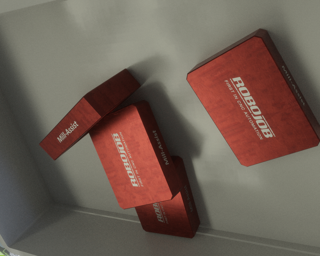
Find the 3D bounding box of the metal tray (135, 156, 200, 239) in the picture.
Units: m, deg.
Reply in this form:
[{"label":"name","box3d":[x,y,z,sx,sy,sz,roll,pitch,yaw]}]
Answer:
[{"label":"metal tray","box3d":[0.002,0.104,0.469,0.090,0.030,0.129,-2,118,29]}]

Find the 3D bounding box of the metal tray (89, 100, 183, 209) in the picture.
[{"label":"metal tray","box3d":[-0.035,0.038,0.416,0.090,0.030,0.129,-20,94,31]}]

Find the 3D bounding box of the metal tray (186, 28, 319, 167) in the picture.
[{"label":"metal tray","box3d":[0.101,-0.027,0.336,0.090,0.030,0.130,-25,105,37]}]

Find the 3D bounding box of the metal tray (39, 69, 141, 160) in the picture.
[{"label":"metal tray","box3d":[-0.092,-0.017,0.404,0.030,0.090,0.129,49,129,-6]}]
